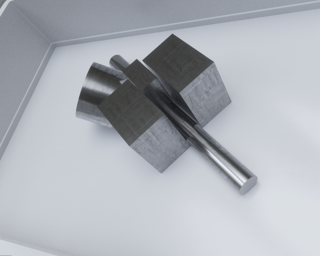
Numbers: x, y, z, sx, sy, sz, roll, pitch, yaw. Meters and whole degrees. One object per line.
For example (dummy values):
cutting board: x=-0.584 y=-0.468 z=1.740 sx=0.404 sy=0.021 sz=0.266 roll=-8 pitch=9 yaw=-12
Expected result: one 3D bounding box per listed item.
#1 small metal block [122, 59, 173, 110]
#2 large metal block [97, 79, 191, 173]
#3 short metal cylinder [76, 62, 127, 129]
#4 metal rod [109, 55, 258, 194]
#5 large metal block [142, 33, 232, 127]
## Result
small metal block: x=-0.015 y=-0.054 z=0.398 sx=0.025 sy=0.050 sz=0.050 roll=-42 pitch=51 yaw=0
large metal block: x=-0.019 y=-0.001 z=0.379 sx=0.050 sy=0.080 sz=0.080 roll=-43 pitch=51 yaw=-1
short metal cylinder: x=-0.078 y=-0.045 z=0.427 sx=0.050 sy=0.080 sz=0.080 roll=18 pitch=66 yaw=-7
metal rod: x=0.010 y=-0.025 z=0.414 sx=0.025 sy=0.025 sz=0.300 roll=-43 pitch=51 yaw=-2
large metal block: x=0.035 y=-0.058 z=0.386 sx=0.050 sy=0.080 sz=0.080 roll=-42 pitch=51 yaw=-1
